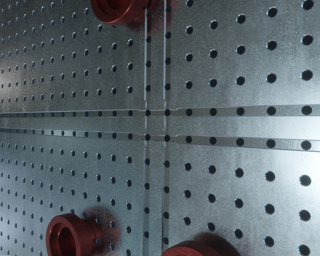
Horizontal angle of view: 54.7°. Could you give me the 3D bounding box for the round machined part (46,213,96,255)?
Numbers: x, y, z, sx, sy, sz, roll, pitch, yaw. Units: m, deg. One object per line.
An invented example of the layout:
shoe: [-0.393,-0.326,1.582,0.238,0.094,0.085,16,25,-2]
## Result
round machined part: [-0.144,0.190,0.514,0.098,0.042,0.097,0,90,39]

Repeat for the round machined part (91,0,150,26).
round machined part: [-0.051,-0.193,0.438,0.098,0.042,0.097,0,90,39]

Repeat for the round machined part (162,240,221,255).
round machined part: [0.046,0.180,0.359,0.098,0.042,0.097,0,90,39]
